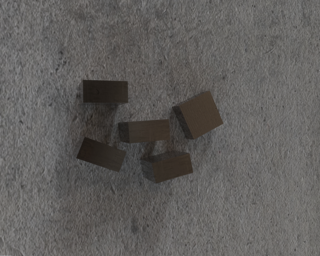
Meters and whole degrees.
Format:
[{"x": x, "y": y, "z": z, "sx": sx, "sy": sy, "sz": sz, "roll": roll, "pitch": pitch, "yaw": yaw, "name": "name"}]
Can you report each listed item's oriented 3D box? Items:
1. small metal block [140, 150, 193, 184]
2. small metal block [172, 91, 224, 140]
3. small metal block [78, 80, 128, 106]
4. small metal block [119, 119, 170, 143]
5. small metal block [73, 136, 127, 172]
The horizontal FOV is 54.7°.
[{"x": 0.007, "y": 0.048, "z": 0.398, "sx": 0.050, "sy": 0.050, "sz": 0.025, "roll": -13, "pitch": 95, "yaw": -20, "name": "small metal block"}, {"x": 0.052, "y": -0.018, "z": 0.428, "sx": 0.050, "sy": 0.025, "sz": 0.050, "roll": -27, "pitch": 99, "yaw": -18, "name": "small metal block"}, {"x": -0.069, "y": -0.041, "z": 0.370, "sx": 0.050, "sy": 0.050, "sz": 0.025, "roll": -1, "pitch": 91, "yaw": -20, "name": "small metal block"}, {"x": -0.021, "y": 0.003, "z": 0.388, "sx": 0.050, "sy": 0.050, "sz": 0.025, "roll": -5, "pitch": 92, "yaw": -20, "name": "small metal block"}, {"x": -0.073, "y": 0.030, "z": 0.369, "sx": 0.050, "sy": 0.050, "sz": 0.025, "roll": 22, "pitch": 83, "yaw": -19, "name": "small metal block"}]
